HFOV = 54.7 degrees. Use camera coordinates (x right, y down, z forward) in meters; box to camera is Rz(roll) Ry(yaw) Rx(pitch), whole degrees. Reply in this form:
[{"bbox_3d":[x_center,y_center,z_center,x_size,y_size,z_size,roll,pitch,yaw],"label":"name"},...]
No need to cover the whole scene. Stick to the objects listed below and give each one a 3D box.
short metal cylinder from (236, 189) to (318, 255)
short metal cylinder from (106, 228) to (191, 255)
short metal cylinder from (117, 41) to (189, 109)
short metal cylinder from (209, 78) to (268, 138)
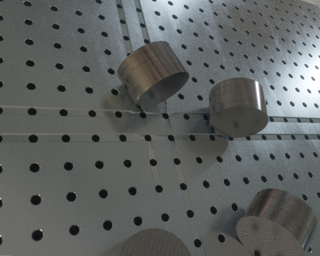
[{"bbox_3d":[0.141,0.121,0.374,0.080,0.080,0.050,47,51,4],"label":"short metal cylinder"},{"bbox_3d":[-0.013,0.143,0.298,0.081,0.050,0.080,13,56,-21],"label":"short metal cylinder"},{"bbox_3d":[-0.009,-0.068,0.410,0.081,0.080,0.050,-22,74,-36],"label":"short metal cylinder"},{"bbox_3d":[0.112,-0.028,0.450,0.081,0.080,0.050,17,55,-19],"label":"short metal cylinder"}]
